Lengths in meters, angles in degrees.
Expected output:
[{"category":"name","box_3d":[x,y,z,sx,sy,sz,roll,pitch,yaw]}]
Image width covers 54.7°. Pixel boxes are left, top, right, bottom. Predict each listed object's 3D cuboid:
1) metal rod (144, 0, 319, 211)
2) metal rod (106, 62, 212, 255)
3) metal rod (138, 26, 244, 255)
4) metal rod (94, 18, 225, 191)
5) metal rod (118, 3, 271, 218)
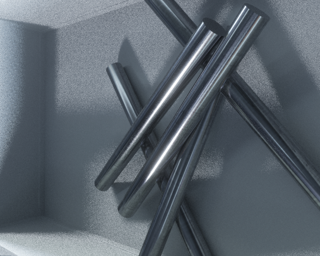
[{"category":"metal rod","box_3d":[0.076,-0.038,0.310,0.025,0.025,0.299,-45,73,30]},{"category":"metal rod","box_3d":[-0.007,0.038,0.410,0.025,0.025,0.299,-39,67,33]},{"category":"metal rod","box_3d":[0.033,0.032,0.355,0.025,0.025,0.298,26,99,36]},{"category":"metal rod","box_3d":[-0.020,-0.003,0.377,0.025,0.025,0.298,59,136,23]},{"category":"metal rod","box_3d":[0.017,0.008,0.340,0.025,0.025,0.298,52,130,27]}]
